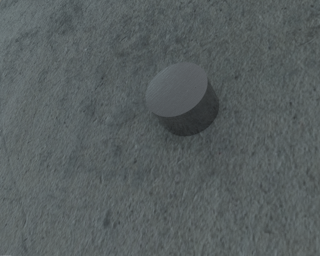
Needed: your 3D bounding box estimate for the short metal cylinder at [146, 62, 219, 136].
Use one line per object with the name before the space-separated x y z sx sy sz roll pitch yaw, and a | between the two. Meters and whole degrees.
short metal cylinder | 0.029 -0.036 0.394 0.080 0.050 0.080 -13 56 20
